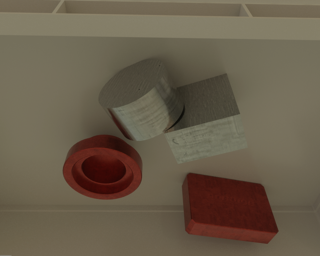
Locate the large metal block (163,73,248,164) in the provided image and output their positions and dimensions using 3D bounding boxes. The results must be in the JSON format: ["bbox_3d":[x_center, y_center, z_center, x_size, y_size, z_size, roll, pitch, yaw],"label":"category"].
[{"bbox_3d":[0.050,-0.012,0.364,0.080,0.080,0.050,-15,129,12],"label":"large metal block"}]

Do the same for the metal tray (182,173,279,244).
[{"bbox_3d":[0.102,0.120,0.470,0.131,0.090,0.030,10,129,-9],"label":"metal tray"}]

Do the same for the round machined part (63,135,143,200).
[{"bbox_3d":[-0.072,0.047,0.404,0.099,0.042,0.097,-1,130,0],"label":"round machined part"}]

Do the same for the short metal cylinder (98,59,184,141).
[{"bbox_3d":[-0.020,-0.032,0.346,0.080,0.080,0.050,-20,127,16],"label":"short metal cylinder"}]

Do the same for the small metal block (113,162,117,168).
[{"bbox_3d":[-0.075,0.047,0.448,0.050,0.025,0.050,-35,122,26],"label":"small metal block"}]
